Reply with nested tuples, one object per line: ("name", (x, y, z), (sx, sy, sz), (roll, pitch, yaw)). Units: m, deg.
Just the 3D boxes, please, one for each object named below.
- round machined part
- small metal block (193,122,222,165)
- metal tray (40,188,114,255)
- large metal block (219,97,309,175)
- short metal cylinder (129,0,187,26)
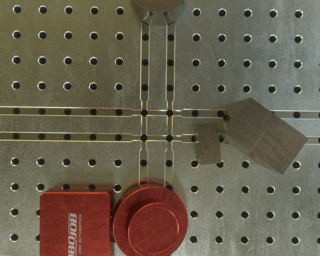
("round machined part", (-0.010, 0.123, 0.393), (0.099, 0.042, 0.097), (0, 91, -16))
("small metal block", (0.060, 0.019, 0.401), (0.025, 0.050, 0.050), (-5, 90, 0))
("metal tray", (-0.109, 0.147, 0.410), (0.091, 0.030, 0.129), (0, 90, 0))
("large metal block", (0.120, 0.009, 0.387), (0.080, 0.080, 0.050), (36, 90, 0))
("short metal cylinder", (-0.002, -0.180, 0.401), (0.081, 0.050, 0.080), (0, 90, 0))
